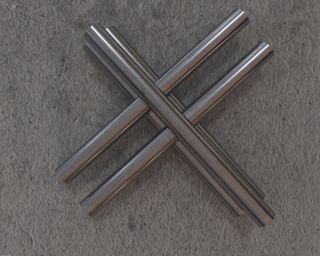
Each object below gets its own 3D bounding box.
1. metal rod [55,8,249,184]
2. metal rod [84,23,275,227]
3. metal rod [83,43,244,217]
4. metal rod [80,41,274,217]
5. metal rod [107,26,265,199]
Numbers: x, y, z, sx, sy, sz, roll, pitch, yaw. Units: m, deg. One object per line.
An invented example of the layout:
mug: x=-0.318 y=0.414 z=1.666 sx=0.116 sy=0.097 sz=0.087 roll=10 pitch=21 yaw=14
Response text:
metal rod: x=-0.009 y=-0.040 z=0.386 sx=0.300 sy=0.025 sz=0.025 roll=-42 pitch=91 yaw=-1
metal rod: x=0.023 y=-0.003 z=0.361 sx=0.025 sy=0.025 sz=0.300 roll=-43 pitch=91 yaw=0
metal rod: x=0.009 y=-0.001 z=0.411 sx=0.025 sy=0.025 sz=0.300 roll=-42 pitch=91 yaw=0
metal rod: x=0.022 y=0.001 z=0.386 sx=0.300 sy=0.025 sz=0.025 roll=-42 pitch=91 yaw=-1
metal rod: x=0.030 y=-0.015 z=0.411 sx=0.025 sy=0.025 sz=0.300 roll=-42 pitch=91 yaw=0
